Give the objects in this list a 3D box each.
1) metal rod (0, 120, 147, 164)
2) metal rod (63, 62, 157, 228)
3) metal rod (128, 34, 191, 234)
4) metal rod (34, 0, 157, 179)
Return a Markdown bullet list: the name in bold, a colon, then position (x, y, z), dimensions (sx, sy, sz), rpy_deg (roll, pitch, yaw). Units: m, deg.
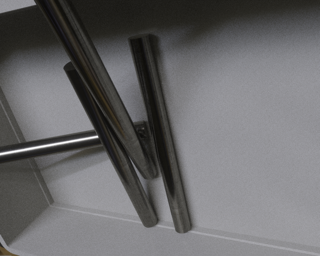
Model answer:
- **metal rod**: position (-0.167, 0.028, 0.437), dimensions (0.301, 0.025, 0.025), rpy_deg (-10, 116, 6)
- **metal rod**: position (-0.054, 0.043, 0.422), dimensions (0.025, 0.025, 0.299), rpy_deg (4, 134, 26)
- **metal rod**: position (0.005, 0.025, 0.421), dimensions (0.025, 0.025, 0.298), rpy_deg (1, 119, 27)
- **metal rod**: position (-0.051, -0.020, 0.343), dimensions (0.025, 0.025, 0.299), rpy_deg (11, 149, 23)
